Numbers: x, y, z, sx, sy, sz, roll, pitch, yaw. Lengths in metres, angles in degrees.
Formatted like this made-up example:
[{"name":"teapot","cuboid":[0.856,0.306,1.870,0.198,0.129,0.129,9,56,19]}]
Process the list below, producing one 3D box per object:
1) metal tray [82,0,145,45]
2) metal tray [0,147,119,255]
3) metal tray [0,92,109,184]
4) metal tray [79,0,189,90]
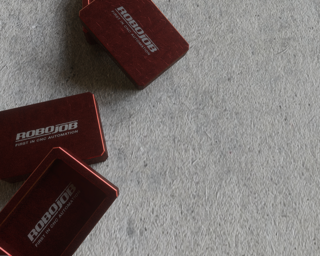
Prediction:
[{"name":"metal tray","cuboid":[-0.071,-0.194,0.475,0.091,0.030,0.130,-5,70,-2]},{"name":"metal tray","cuboid":[-0.120,0.098,0.350,0.090,0.030,0.130,37,82,1]},{"name":"metal tray","cuboid":[-0.141,0.012,0.400,0.131,0.030,0.090,-13,71,-5]},{"name":"metal tray","cuboid":[-0.035,-0.130,0.429,0.090,0.030,0.130,-41,92,-8]}]
